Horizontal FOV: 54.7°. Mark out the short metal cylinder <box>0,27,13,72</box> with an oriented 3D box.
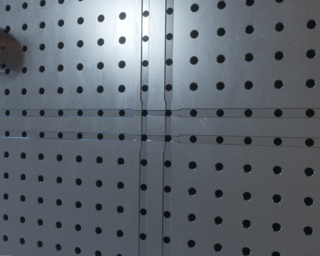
[{"bbox_3d":[-0.288,-0.132,0.499,0.080,0.050,0.079,0,90,19],"label":"short metal cylinder"}]
